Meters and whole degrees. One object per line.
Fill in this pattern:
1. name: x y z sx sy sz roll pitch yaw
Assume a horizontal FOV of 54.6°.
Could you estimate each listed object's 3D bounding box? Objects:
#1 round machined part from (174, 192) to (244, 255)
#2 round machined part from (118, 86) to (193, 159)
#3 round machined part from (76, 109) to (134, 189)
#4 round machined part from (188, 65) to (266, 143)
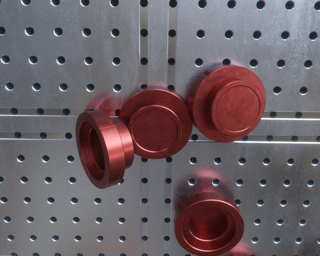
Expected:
1. round machined part: 0.069 0.135 0.455 0.099 0.042 0.097 0 110 0
2. round machined part: -0.006 -0.003 0.403 0.099 0.042 0.097 0 110 0
3. round machined part: -0.068 0.024 0.393 0.042 0.098 0.097 -14 114 -33
4. round machined part: 0.087 -0.027 0.383 0.099 0.042 0.097 -4 107 -13
